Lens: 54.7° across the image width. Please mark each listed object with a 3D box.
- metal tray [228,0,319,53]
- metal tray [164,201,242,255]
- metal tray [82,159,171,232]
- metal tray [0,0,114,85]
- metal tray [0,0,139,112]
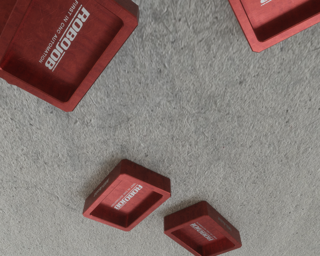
[{"bbox_3d":[0.129,-0.140,0.285,0.130,0.030,0.090,-25,126,20],"label":"metal tray"},{"bbox_3d":[0.079,0.191,0.567,0.090,0.030,0.130,-30,124,23],"label":"metal tray"},{"bbox_3d":[-0.054,0.113,0.499,0.090,0.030,0.129,28,125,-22],"label":"metal tray"},{"bbox_3d":[-0.124,-0.106,0.312,0.130,0.030,0.090,-19,128,15],"label":"metal tray"},{"bbox_3d":[-0.092,-0.083,0.291,0.090,0.030,0.129,31,124,-24],"label":"metal tray"}]
